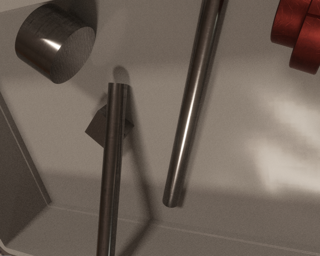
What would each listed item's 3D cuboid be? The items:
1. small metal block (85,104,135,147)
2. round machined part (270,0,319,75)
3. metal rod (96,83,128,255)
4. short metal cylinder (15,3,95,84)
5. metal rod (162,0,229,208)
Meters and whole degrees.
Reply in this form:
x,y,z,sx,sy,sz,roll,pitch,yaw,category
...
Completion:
x,y,z,sx,sy,sz,roll,pitch,yaw,category
-0.073,0.001,0.446,0.050,0.025,0.050,40,129,0,small metal block
0.119,-0.094,0.240,0.042,0.099,0.097,24,127,21,round machined part
-0.067,0.090,0.416,0.025,0.025,0.298,7,96,24,metal rod
-0.124,-0.101,0.374,0.050,0.080,0.079,35,129,4,short metal cylinder
0.035,-0.010,0.382,0.025,0.025,0.298,20,126,16,metal rod
